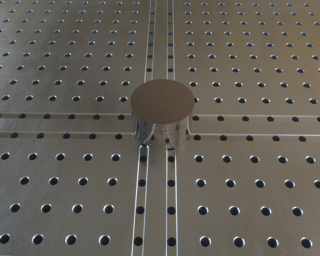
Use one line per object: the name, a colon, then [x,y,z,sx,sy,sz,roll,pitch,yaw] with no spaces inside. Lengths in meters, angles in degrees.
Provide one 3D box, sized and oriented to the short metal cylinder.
short metal cylinder: [0.003,-0.019,0.407,0.080,0.050,0.080,0,50,0]
